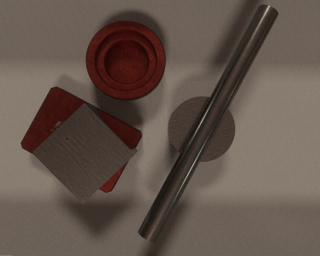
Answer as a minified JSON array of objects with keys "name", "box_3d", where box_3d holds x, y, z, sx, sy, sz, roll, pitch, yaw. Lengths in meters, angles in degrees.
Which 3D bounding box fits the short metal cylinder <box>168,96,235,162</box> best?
[{"name":"short metal cylinder","box_3d":[0.051,0.001,0.400,0.081,0.050,0.079,0,90,-1]}]

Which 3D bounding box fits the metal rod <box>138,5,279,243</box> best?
[{"name":"metal rod","box_3d":[0.056,-0.005,0.362,0.025,0.025,0.299,28,90,-1]}]

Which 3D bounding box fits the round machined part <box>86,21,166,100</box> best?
[{"name":"round machined part","box_3d":[-0.042,-0.084,0.402,0.099,0.042,0.097,0,90,-1]}]

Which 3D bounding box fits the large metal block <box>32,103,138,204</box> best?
[{"name":"large metal block","box_3d":[-0.085,0.028,0.367,0.080,0.050,0.080,-44,91,0]}]

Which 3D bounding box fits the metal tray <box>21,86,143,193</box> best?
[{"name":"metal tray","box_3d":[-0.100,0.015,0.408,0.130,0.030,0.090,28,90,-1]}]
